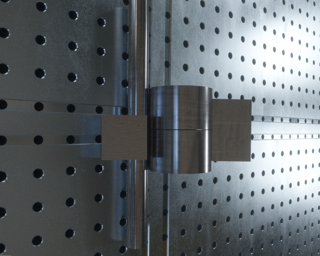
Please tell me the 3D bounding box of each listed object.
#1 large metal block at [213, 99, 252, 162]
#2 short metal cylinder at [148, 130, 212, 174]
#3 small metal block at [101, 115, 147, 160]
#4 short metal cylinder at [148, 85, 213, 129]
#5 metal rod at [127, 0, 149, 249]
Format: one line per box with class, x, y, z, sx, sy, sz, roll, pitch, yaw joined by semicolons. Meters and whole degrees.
large metal block;0.090;0.003;0.435;0.050;0.080;0.079;1;90;-2
short metal cylinder;0.025;0.027;0.390;0.081;0.080;0.050;1;90;-40
small metal block;-0.041;0.011;0.356;0.050;0.025;0.050;0;89;-5
short metal cylinder;0.025;-0.023;0.390;0.081;0.080;0.050;1;90;-40
metal rod;-0.027;-0.005;0.381;0.025;0.025;0.298;1;90;-40
